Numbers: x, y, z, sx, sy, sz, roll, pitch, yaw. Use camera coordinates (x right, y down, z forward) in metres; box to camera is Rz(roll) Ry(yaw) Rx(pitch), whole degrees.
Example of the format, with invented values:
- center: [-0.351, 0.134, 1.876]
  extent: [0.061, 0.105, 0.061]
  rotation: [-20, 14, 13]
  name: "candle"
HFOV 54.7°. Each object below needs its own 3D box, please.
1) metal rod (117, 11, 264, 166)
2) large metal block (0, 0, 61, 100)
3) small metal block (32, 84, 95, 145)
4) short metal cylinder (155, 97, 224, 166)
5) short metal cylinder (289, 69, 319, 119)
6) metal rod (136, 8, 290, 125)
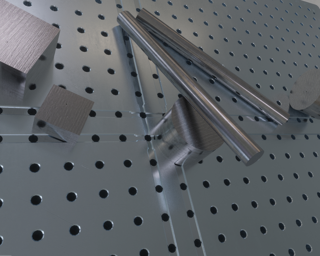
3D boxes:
- center: [0.023, -0.069, 0.409]
  extent: [0.025, 0.025, 0.300]
  rotation: [-15, 53, -34]
  name: "metal rod"
- center: [-0.174, -0.092, 0.355]
  extent: [0.080, 0.050, 0.080]
  rotation: [26, 53, -12]
  name: "large metal block"
- center: [-0.111, -0.015, 0.358]
  extent: [0.050, 0.025, 0.050]
  rotation: [24, 53, -14]
  name: "small metal block"
- center: [0.040, 0.004, 0.411]
  extent: [0.081, 0.050, 0.080]
  rotation: [13, 56, -21]
  name: "short metal cylinder"
- center: [0.285, -0.061, 0.563]
  extent: [0.050, 0.080, 0.080]
  rotation: [21, 54, -16]
  name: "short metal cylinder"
- center: [0.090, -0.099, 0.516]
  extent: [0.301, 0.025, 0.025]
  rotation: [34, 51, -6]
  name: "metal rod"
